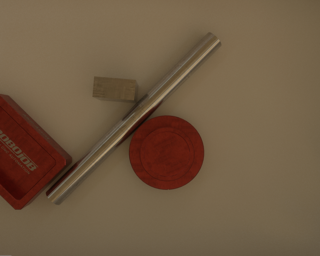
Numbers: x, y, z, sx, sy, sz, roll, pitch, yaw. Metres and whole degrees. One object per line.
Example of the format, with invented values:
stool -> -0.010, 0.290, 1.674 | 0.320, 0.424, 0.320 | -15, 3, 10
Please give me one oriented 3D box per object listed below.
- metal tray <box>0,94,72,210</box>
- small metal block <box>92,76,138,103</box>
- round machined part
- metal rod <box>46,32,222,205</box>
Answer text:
metal tray -> -0.194, 0.030, 0.406 | 0.130, 0.030, 0.090 | 45, 90, -1
small metal block -> -0.055, -0.048, 0.398 | 0.050, 0.050, 0.025 | 5, 90, -1
round machined part -> 0.009, 0.032, 0.403 | 0.099, 0.042, 0.097 | 0, 90, -1
metal rod -> -0.034, -0.013, 0.410 | 0.300, 0.025, 0.025 | -45, 91, -1
